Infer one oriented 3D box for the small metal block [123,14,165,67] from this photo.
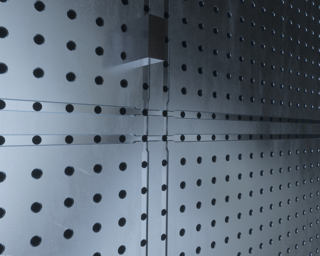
[{"bbox_3d":[-0.020,-0.105,0.378,0.025,0.050,0.050,1,89,-40],"label":"small metal block"}]
